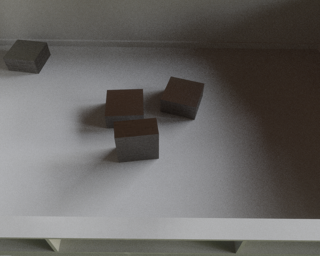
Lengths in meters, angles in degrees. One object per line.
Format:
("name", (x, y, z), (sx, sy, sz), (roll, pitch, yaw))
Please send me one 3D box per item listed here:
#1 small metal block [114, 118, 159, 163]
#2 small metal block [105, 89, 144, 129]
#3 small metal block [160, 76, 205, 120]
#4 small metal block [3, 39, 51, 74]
("small metal block", (-0.028, 0.016, 0.375), (0.050, 0.050, 0.025), (-6, 51, -5))
("small metal block", (-0.048, -0.027, 0.427), (0.050, 0.025, 0.050), (-2, 50, -2))
("small metal block", (0.032, -0.043, 0.442), (0.050, 0.025, 0.050), (14, 51, 11))
("small metal block", (-0.213, -0.116, 0.500), (0.050, 0.025, 0.050), (7, 50, 5))
